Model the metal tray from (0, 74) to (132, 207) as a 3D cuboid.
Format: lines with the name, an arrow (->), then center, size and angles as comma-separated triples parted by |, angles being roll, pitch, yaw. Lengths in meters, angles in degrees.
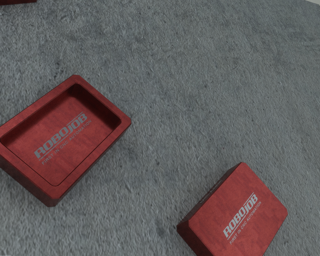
metal tray -> -0.104, 0.008, 0.339 | 0.090, 0.030, 0.131 | 41, 51, -1

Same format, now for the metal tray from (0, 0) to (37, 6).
metal tray -> -0.236, -0.199, 0.395 | 0.131, 0.030, 0.090 | -24, 75, -37

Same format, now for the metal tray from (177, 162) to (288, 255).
metal tray -> 0.093, 0.113, 0.381 | 0.090, 0.030, 0.131 | 49, 51, 6
